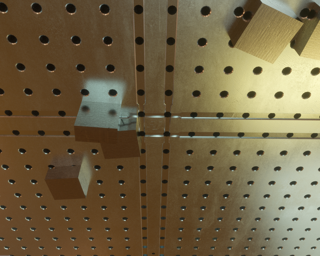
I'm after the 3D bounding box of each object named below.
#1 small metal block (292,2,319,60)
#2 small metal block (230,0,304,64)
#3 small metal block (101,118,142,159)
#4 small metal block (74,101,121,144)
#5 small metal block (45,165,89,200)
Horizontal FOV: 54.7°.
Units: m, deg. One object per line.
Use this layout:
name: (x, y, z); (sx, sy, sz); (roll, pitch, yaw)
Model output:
small metal block: (0.180, -0.100, 0.330); (0.050, 0.025, 0.050); (9, 130, -8)
small metal block: (0.110, -0.103, 0.326); (0.050, 0.025, 0.050); (18, 128, -16)
small metal block: (-0.054, 0.015, 0.424); (0.050, 0.025, 0.050); (-4, 130, 3)
small metal block: (-0.076, -0.008, 0.388); (0.050, 0.050, 0.025); (4, 130, -4)
small metal block: (-0.144, 0.086, 0.482); (0.050, 0.025, 0.050); (-4, 130, 2)
